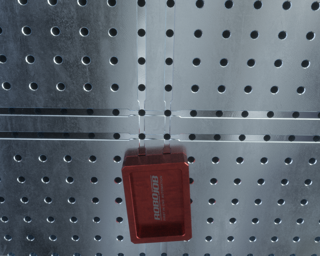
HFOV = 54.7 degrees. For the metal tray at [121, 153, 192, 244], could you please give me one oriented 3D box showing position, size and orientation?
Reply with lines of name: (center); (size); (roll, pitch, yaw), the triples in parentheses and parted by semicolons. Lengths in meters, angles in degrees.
metal tray: (-0.002, 0.104, 0.448); (0.091, 0.030, 0.129); (-4, 110, 1)
